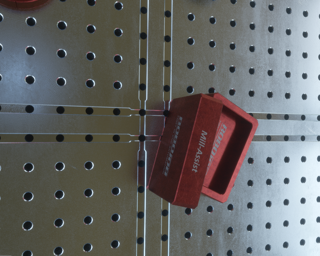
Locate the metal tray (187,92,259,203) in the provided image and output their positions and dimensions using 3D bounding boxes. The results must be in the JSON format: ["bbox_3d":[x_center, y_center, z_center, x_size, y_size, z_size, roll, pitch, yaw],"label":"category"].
[{"bbox_3d":[0.076,0.027,0.432,0.090,0.030,0.130,30,79,-25],"label":"metal tray"}]

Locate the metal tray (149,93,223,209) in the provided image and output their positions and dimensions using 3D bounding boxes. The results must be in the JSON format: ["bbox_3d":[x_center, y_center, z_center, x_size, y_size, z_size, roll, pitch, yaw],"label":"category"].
[{"bbox_3d":[0.029,0.026,0.389,0.030,0.090,0.129,17,84,-20],"label":"metal tray"}]

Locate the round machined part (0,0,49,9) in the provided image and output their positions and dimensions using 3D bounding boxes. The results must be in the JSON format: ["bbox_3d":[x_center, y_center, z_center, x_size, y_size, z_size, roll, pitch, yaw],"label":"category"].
[{"bbox_3d":[-0.160,-0.189,0.344,0.099,0.042,0.097,0,90,-21],"label":"round machined part"}]
